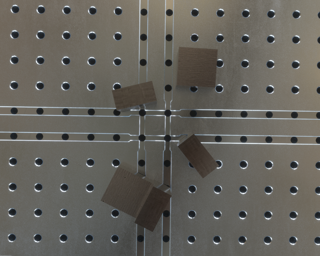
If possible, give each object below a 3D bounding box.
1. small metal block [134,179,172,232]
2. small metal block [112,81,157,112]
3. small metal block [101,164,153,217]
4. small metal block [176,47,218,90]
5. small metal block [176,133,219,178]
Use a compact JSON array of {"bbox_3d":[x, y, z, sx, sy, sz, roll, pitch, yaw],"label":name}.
[{"bbox_3d":[-0.009,0.098,0.401,0.025,0.050,0.050,28,90,-1],"label":"small metal block"},{"bbox_3d":[-0.031,-0.040,0.400,0.050,0.050,0.025,-13,90,0],"label":"small metal block"},{"bbox_3d":[-0.043,0.083,0.413,0.050,0.025,0.050,27,90,0],"label":"small metal block"},{"bbox_3d":[0.048,-0.079,0.414,0.050,0.025,0.050,4,90,-1],"label":"small metal block"},{"bbox_3d":[0.047,0.034,0.402,0.025,0.050,0.050,-38,91,0],"label":"small metal block"}]
